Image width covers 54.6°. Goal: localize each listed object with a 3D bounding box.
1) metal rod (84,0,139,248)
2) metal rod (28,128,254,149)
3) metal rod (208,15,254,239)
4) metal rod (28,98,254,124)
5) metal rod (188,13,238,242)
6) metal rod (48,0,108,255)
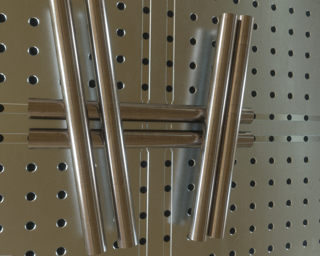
[{"bbox_3d":[-0.057,-0.009,0.365,0.025,0.025,0.298,-8,93,-20],"label":"metal rod"},{"bbox_3d":[-0.009,0.015,0.410,0.302,0.025,0.025,1,90,-20],"label":"metal rod"},{"bbox_3d":[0.096,-0.004,0.422,0.025,0.025,0.299,10,87,-20],"label":"metal rod"},{"bbox_3d":[-0.009,-0.020,0.409,0.302,0.025,0.025,1,90,-20],"label":"metal rod"},{"bbox_3d":[0.071,-0.003,0.413,0.025,0.025,0.299,10,87,-20],"label":"metal rod"},{"bbox_3d":[-0.093,-0.006,0.352,0.025,0.025,0.298,-9,93,-20],"label":"metal rod"}]
